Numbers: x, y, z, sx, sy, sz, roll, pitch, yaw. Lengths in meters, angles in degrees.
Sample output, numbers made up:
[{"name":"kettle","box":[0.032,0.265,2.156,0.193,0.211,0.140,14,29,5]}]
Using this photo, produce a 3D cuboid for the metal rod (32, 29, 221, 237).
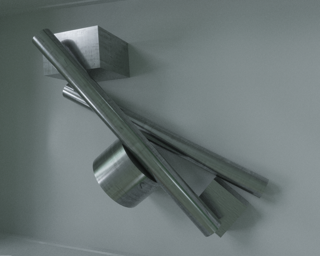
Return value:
[{"name":"metal rod","box":[-0.038,0.005,0.360,0.025,0.025,0.300,-42,90,15]}]

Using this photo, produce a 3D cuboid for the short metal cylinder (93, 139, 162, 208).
[{"name":"short metal cylinder","box":[-0.037,0.052,0.391,0.050,0.080,0.080,-42,77,15]}]

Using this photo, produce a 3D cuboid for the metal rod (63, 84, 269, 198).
[{"name":"metal rod","box":[-0.005,0.008,0.410,0.301,0.025,0.025,26,99,17]}]

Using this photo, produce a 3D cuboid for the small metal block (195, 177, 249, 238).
[{"name":"small metal block","box":[0.073,0.096,0.383,0.050,0.025,0.050,40,102,15]}]

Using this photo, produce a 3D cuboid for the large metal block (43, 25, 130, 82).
[{"name":"large metal block","box":[-0.096,-0.093,0.413,0.080,0.080,0.050,-4,89,19]}]
